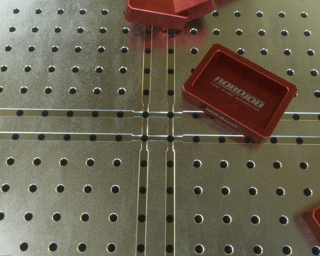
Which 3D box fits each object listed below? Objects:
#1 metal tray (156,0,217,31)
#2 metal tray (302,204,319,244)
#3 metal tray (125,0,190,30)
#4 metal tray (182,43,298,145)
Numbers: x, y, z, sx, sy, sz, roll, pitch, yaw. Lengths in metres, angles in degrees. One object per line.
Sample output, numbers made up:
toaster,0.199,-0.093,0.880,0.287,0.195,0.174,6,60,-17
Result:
metal tray,0.025,-0.224,0.476,0.090,0.030,0.130,-18,70,14
metal tray,0.253,0.112,0.370,0.131,0.030,0.090,-26,72,-9
metal tray,-0.005,-0.218,0.471,0.091,0.030,0.130,4,70,-15
metal tray,0.107,-0.049,0.427,0.130,0.030,0.090,32,73,11
